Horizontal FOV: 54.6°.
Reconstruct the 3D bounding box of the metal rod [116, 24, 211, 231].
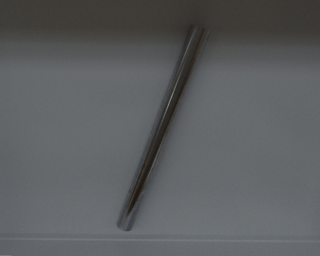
[{"bbox_3d":[-0.002,0.013,0.413,0.025,0.025,0.298,19,109,-7],"label":"metal rod"}]
